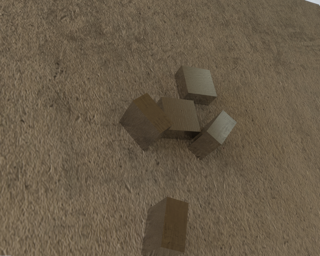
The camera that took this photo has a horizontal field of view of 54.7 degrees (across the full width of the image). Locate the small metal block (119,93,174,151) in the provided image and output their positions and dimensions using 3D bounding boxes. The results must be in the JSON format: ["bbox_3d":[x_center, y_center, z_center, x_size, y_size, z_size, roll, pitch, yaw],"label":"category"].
[{"bbox_3d":[-0.018,-0.007,0.382,0.050,0.050,0.025,50,51,6],"label":"small metal block"}]

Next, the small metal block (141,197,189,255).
[{"bbox_3d":[0.005,0.106,0.325,0.025,0.050,0.050,20,54,-16],"label":"small metal block"}]

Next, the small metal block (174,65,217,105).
[{"bbox_3d":[0.054,-0.064,0.472,0.050,0.025,0.050,4,60,-26],"label":"small metal block"}]

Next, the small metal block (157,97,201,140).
[{"bbox_3d":[0.023,-0.013,0.424,0.050,0.025,0.050,4,60,-26],"label":"small metal block"}]

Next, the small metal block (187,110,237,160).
[{"bbox_3d":[0.070,0.010,0.419,0.025,0.050,0.050,43,51,1],"label":"small metal block"}]
